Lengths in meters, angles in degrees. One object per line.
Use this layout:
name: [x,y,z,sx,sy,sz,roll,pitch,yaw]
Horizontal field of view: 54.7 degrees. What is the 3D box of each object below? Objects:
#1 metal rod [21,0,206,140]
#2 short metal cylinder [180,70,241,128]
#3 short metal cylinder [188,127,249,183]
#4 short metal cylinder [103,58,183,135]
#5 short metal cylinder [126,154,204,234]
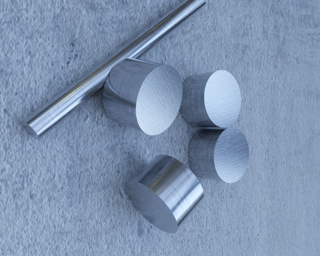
metal rod: [-0.035,-0.091,0.374,0.301,0.025,0.025,-46,118,-30]
short metal cylinder: [0.073,-0.041,0.449,0.081,0.050,0.080,0,90,-40]
short metal cylinder: [0.088,0.039,0.462,0.081,0.050,0.080,0,90,-40]
short metal cylinder: [-0.018,-0.037,0.357,0.081,0.050,0.079,-28,127,-44]
short metal cylinder: [0.005,0.079,0.373,0.050,0.080,0.080,-41,115,-32]
